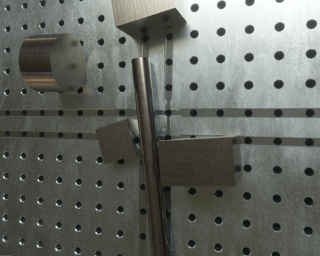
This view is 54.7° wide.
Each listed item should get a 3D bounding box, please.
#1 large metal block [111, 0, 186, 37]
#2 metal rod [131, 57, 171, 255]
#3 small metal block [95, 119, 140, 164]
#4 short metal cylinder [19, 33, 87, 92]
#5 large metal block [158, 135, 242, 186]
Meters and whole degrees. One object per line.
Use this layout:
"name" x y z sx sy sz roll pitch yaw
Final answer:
"large metal block" -0.017 -0.174 0.405 0.080 0.050 0.080 -11 86 19
"metal rod" -0.010 0.055 0.415 0.025 0.025 0.298 -7 88 19
"small metal block" -0.056 0.019 0.431 0.050 0.025 0.050 -18 84 18
"short metal cylinder" -0.147 -0.090 0.434 0.050 0.080 0.079 3 91 20
"large metal block" 0.051 0.036 0.365 0.080 0.080 0.050 -4 89 19
